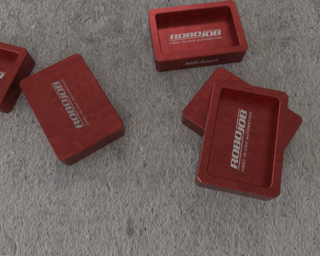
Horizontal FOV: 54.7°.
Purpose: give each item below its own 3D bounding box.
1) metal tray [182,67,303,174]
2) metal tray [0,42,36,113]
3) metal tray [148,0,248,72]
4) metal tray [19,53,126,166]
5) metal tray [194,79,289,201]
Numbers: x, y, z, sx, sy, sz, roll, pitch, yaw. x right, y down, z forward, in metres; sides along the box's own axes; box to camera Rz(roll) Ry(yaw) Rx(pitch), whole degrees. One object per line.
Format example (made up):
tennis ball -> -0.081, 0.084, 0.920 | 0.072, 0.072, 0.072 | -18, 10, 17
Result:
metal tray -> 0.106, -0.010, 0.410 | 0.130, 0.030, 0.090 | 35, 74, 12
metal tray -> -0.256, -0.081, 0.432 | 0.131, 0.030, 0.090 | 15, 71, 5
metal tray -> 0.053, -0.136, 0.455 | 0.131, 0.030, 0.090 | -8, 70, -3
metal tray -> -0.117, -0.027, 0.414 | 0.090, 0.030, 0.130 | -30, 73, -11
metal tray -> 0.098, 0.012, 0.368 | 0.090, 0.030, 0.130 | 12, 70, 4
